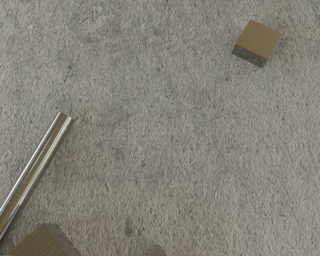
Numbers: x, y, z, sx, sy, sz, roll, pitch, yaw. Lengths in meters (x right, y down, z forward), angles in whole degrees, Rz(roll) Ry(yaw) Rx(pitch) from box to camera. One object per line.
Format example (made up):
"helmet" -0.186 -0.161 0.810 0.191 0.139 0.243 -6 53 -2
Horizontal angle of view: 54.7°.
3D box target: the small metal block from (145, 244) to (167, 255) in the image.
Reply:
"small metal block" -0.006 0.168 0.347 0.050 0.025 0.050 -36 74 -12

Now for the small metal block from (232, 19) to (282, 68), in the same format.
"small metal block" 0.142 -0.124 0.455 0.050 0.025 0.050 29 72 10

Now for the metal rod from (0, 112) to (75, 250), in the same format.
"metal rod" -0.186 0.114 0.364 0.025 0.025 0.300 23 71 8

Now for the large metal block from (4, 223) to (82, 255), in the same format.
"large metal block" -0.127 0.162 0.334 0.080 0.050 0.080 -40 75 -14
